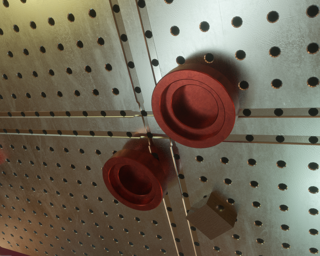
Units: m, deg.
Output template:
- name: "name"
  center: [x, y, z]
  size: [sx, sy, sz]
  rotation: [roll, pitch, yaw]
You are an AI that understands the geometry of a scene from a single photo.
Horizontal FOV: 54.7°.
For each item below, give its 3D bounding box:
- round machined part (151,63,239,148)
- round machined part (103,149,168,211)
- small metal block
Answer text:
- name: "round machined part"
  center: [0.043, -0.028, 0.360]
  size: [0.098, 0.042, 0.097]
  rotation: [13, 124, 21]
- name: "round machined part"
  center: [-0.033, 0.072, 0.462]
  size: [0.098, 0.042, 0.097]
  rotation: [13, 124, 21]
- name: "small metal block"
  center: [0.075, 0.129, 0.452]
  size: [0.050, 0.025, 0.050]
  rotation: [41, 129, -1]
